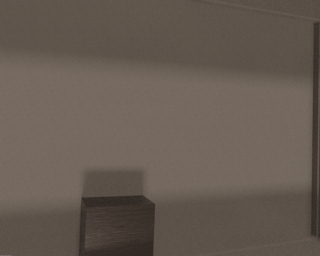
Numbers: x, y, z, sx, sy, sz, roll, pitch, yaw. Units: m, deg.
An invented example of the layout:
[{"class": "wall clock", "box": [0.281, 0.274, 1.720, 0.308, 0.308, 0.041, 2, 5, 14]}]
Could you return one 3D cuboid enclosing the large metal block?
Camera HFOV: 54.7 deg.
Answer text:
[{"class": "large metal block", "box": [-0.054, 0.129, 0.378, 0.081, 0.050, 0.079, 3, 89, -20]}]
